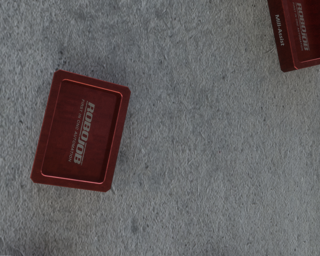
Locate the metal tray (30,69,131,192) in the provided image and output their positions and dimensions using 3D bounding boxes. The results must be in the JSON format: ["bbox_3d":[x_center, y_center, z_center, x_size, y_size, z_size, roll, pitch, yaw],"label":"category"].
[{"bbox_3d":[-0.093,0.005,0.371,0.091,0.030,0.129,13,86,-20],"label":"metal tray"}]

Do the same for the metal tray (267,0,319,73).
[{"bbox_3d":[0.225,-0.160,0.488,0.091,0.030,0.129,-15,95,-20],"label":"metal tray"}]
